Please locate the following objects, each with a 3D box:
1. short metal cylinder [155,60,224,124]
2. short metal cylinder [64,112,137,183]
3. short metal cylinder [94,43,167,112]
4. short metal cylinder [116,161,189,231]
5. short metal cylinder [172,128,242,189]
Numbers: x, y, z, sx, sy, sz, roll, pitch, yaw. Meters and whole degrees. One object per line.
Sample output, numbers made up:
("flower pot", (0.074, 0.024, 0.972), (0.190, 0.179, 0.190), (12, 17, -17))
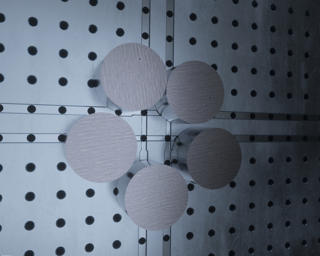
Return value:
("short metal cylinder", (0.037, -0.045, 0.412), (0.081, 0.050, 0.079), (0, 90, -20))
("short metal cylinder", (-0.073, 0.022, 0.372), (0.081, 0.050, 0.079), (0, 91, -20))
("short metal cylinder", (-0.038, -0.060, 0.385), (0.081, 0.050, 0.079), (0, 90, -20))
("short metal cylinder", (-0.011, 0.083, 0.394), (0.081, 0.050, 0.080), (0, 90, -19))
("short metal cylinder", (0.062, 0.039, 0.421), (0.081, 0.050, 0.079), (-1, 92, -20))
